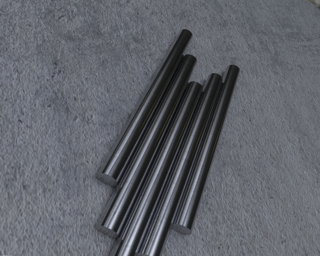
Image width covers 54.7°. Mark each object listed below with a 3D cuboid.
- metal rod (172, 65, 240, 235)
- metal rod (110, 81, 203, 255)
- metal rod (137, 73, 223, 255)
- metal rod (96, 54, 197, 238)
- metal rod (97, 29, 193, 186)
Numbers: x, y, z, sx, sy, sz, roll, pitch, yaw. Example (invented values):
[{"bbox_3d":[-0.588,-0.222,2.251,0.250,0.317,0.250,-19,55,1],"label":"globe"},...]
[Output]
[{"bbox_3d":[0.075,0.008,0.442,0.025,0.025,0.301,32,52,-8],"label":"metal rod"},{"bbox_3d":[0.003,0.045,0.381,0.025,0.025,0.301,32,51,-8],"label":"metal rod"},{"bbox_3d":[0.038,0.028,0.410,0.025,0.025,0.301,32,52,-8],"label":"metal rod"},{"bbox_3d":[-0.003,-0.002,0.406,0.025,0.025,0.301,32,51,-8],"label":"metal rod"},{"bbox_3d":[-0.007,-0.050,0.433,0.025,0.025,0.301,32,52,-8],"label":"metal rod"}]
